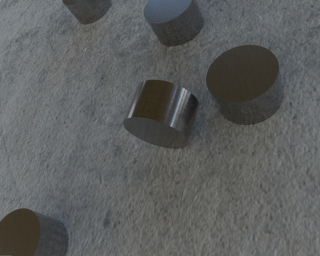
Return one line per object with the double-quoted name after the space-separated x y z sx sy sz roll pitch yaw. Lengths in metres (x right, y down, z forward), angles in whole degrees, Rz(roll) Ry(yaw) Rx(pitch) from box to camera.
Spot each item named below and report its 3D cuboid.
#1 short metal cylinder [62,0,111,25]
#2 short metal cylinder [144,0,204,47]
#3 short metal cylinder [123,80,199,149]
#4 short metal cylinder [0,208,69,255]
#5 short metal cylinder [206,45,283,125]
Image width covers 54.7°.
-0.145 -0.255 0.618 0.080 0.050 0.080 -13 56 20 "short metal cylinder"
0.022 -0.175 0.482 0.080 0.050 0.080 -13 56 20 "short metal cylinder"
0.002 -0.015 0.375 0.080 0.080 0.050 5 65 30 "short metal cylinder"
-0.162 0.145 0.382 0.080 0.050 0.080 -13 56 20 "short metal cylinder"
0.101 -0.050 0.365 0.080 0.050 0.080 -13 56 20 "short metal cylinder"
